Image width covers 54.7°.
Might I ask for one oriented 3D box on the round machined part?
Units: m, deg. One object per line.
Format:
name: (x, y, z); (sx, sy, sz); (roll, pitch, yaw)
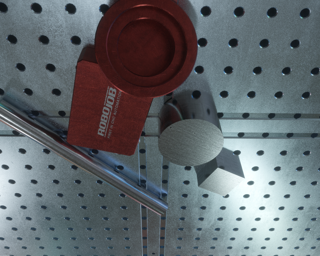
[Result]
round machined part: (-0.015, -0.080, 0.313); (0.099, 0.042, 0.097); (-2, 100, -9)

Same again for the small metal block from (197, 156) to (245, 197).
small metal block: (0.093, 0.075, 0.477); (0.050, 0.025, 0.050); (23, 126, -19)

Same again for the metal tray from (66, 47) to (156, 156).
metal tray: (-0.062, -0.026, 0.385); (0.091, 0.030, 0.129); (12, 129, -11)

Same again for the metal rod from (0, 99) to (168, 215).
metal rod: (-0.100, 0.055, 0.457); (0.025, 0.025, 0.301); (-37, 122, 26)

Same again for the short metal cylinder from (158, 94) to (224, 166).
short metal cylinder: (0.038, 0.004, 0.399); (0.081, 0.050, 0.079); (0, 130, 0)
